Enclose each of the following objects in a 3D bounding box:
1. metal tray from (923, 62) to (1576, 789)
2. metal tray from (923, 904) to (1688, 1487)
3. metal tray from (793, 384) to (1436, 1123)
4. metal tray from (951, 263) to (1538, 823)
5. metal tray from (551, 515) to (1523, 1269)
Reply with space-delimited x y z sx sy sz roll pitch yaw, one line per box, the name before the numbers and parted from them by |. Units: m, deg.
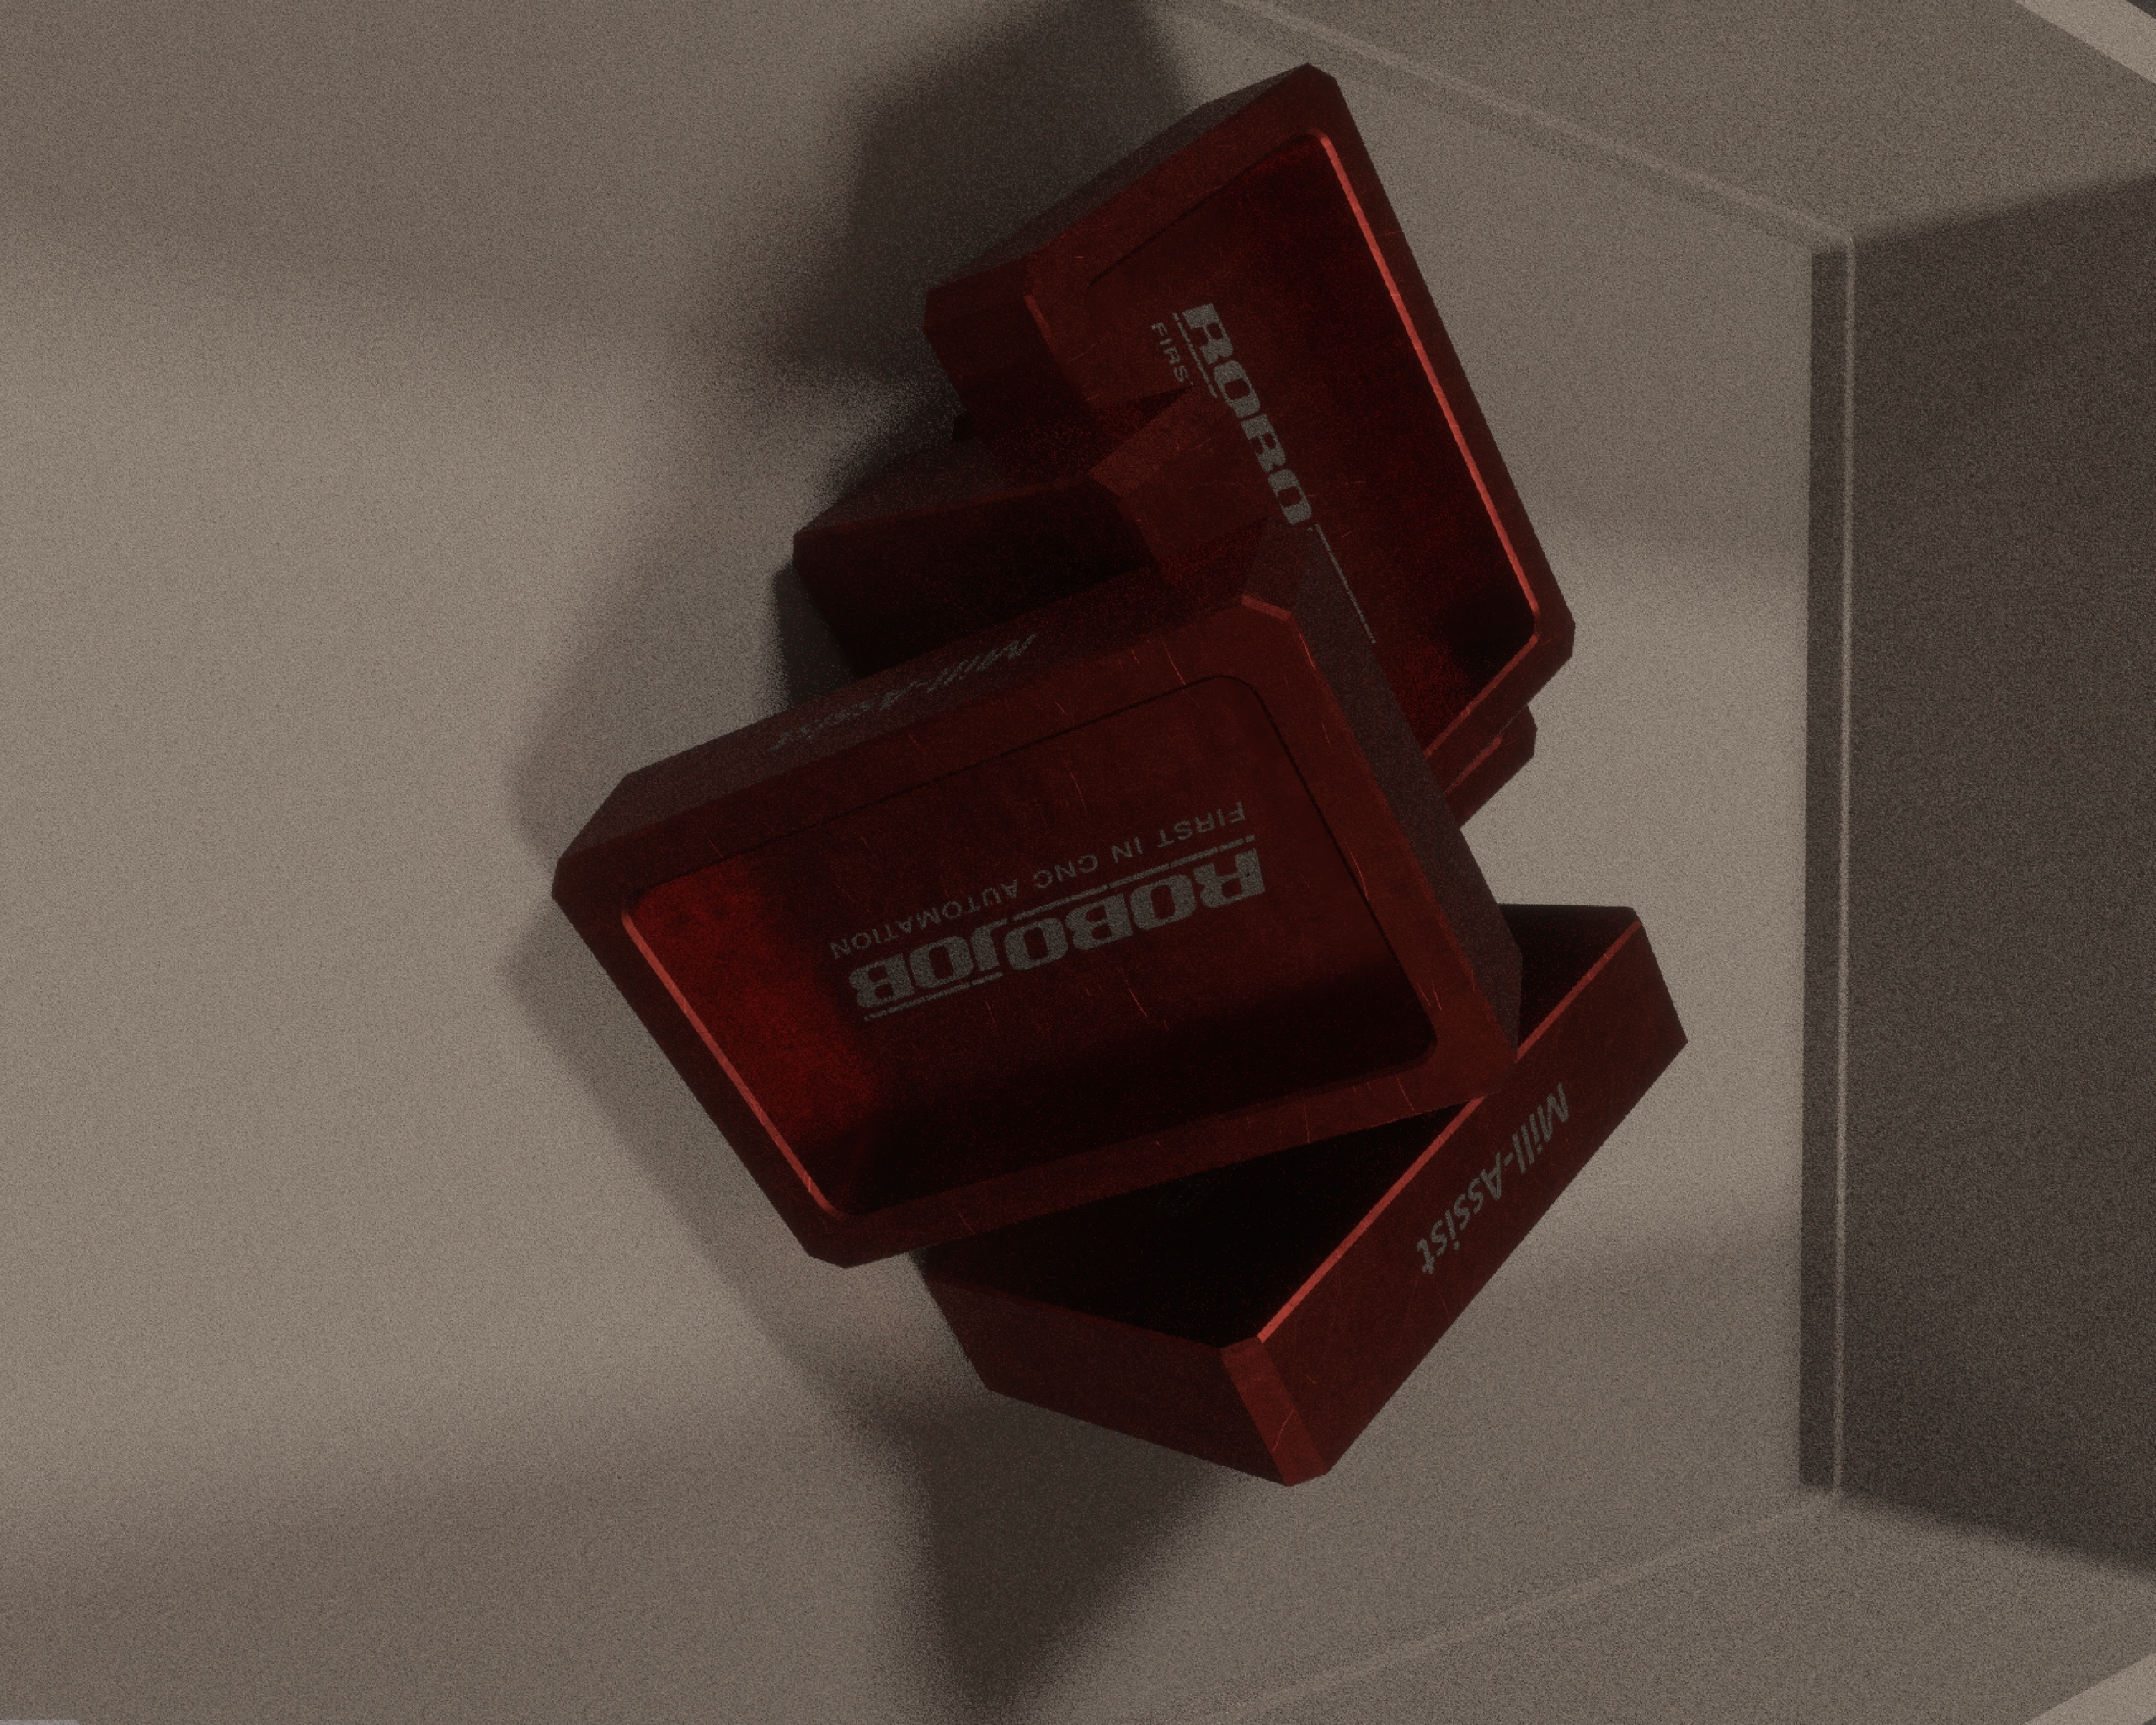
metal tray | 0.038 -0.071 0.396 0.090 0.030 0.130 -44 116 -31
metal tray | 0.045 0.055 0.402 0.131 0.090 0.030 -40 115 -33
metal tray | 0.014 -0.015 0.374 0.030 0.090 0.130 -45 117 -31
metal tray | 0.039 -0.055 0.438 0.090 0.030 0.130 -41 114 -31
metal tray | -0.006 0.010 0.334 0.090 0.130 0.030 60 25 -23
